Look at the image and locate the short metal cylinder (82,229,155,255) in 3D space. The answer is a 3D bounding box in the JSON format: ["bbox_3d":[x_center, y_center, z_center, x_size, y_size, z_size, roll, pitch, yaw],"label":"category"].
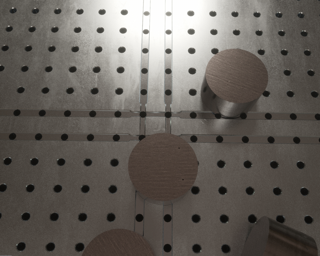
[{"bbox_3d":[-0.044,0.154,0.342,0.081,0.050,0.080,0,70,0],"label":"short metal cylinder"}]

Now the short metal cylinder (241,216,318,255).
[{"bbox_3d":[0.123,0.143,0.332,0.050,0.080,0.080,24,72,8],"label":"short metal cylinder"}]

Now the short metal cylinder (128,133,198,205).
[{"bbox_3d":[0.003,0.052,0.380,0.081,0.050,0.080,0,70,0],"label":"short metal cylinder"}]

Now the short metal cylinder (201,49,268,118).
[{"bbox_3d":[0.099,-0.060,0.422,0.081,0.050,0.080,0,70,0],"label":"short metal cylinder"}]
